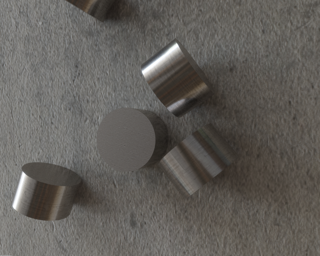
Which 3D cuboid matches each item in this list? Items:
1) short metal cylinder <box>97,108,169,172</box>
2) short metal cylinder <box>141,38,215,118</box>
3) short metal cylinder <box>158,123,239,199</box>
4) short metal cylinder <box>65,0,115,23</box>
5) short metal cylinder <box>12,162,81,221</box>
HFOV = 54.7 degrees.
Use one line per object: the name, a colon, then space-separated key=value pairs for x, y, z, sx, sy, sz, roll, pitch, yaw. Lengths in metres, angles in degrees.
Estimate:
short metal cylinder: x=-0.035 y=0.014 z=0.407 sx=0.080 sy=0.050 sz=0.079 roll=0 pitch=90 yaw=19
short metal cylinder: x=0.022 y=-0.059 z=0.371 sx=0.050 sy=0.080 sz=0.080 roll=-35 pitch=79 yaw=16
short metal cylinder: x=0.045 y=0.039 z=0.363 sx=0.080 sy=0.080 sz=0.050 roll=-41 pitch=77 yaw=15
short metal cylinder: x=-0.100 y=-0.185 z=0.414 sx=0.080 sy=0.080 sz=0.050 roll=34 pitch=101 yaw=16
short metal cylinder: x=-0.158 y=0.087 z=0.434 sx=0.080 sy=0.080 sz=0.050 roll=21 pitch=97 yaw=18
